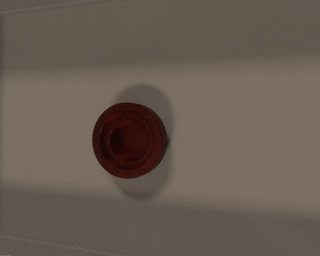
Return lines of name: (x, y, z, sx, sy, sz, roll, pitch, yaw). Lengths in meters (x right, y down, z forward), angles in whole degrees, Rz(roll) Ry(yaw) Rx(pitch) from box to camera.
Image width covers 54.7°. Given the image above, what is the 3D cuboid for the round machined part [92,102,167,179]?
round machined part: (-0.037, 0.016, 0.413, 0.098, 0.042, 0.097, 0, 90, 19)
